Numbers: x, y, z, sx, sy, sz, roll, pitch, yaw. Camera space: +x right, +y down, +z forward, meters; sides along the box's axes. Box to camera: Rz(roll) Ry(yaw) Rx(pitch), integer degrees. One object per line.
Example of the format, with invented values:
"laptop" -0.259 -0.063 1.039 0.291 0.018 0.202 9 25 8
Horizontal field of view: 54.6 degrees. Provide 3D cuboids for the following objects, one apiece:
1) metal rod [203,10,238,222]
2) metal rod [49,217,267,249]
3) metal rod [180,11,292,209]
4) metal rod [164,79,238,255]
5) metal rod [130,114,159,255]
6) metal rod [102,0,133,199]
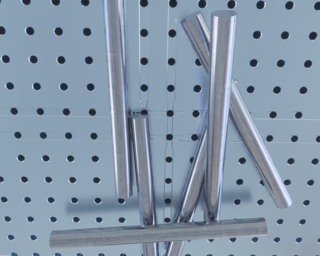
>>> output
"metal rod" 0.069 0.013 0.379 0.025 0.025 0.298 -3 125 1
"metal rod" -0.003 0.149 0.440 0.302 0.025 0.025 -4 110 1
"metal rod" 0.107 -0.004 0.391 0.025 0.025 0.300 -29 116 10
"metal rod" 0.052 0.073 0.440 0.025 0.025 0.298 12 110 -5
"metal rod" -0.018 0.124 0.458 0.025 0.025 0.298 -3 110 1
"metal rod" -0.053 -0.045 0.396 0.025 0.025 0.298 -1 110 0
